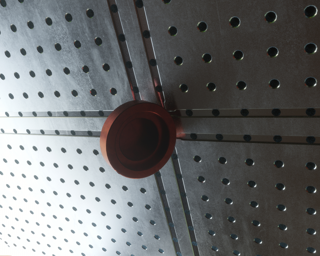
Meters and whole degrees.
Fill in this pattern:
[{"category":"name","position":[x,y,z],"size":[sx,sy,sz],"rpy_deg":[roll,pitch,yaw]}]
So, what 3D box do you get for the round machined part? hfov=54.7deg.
[{"category":"round machined part","position":[-0.031,0.012,0.398],"size":[0.042,0.099,0.097],"rpy_deg":[22,134,55]}]
